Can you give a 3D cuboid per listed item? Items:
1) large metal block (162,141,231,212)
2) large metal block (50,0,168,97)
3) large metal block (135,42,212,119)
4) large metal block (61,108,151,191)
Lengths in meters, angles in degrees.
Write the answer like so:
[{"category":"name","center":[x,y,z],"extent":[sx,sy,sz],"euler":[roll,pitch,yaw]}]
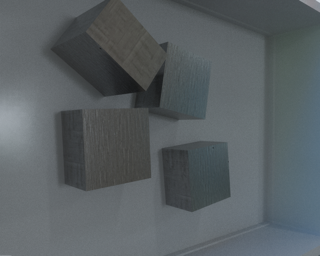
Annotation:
[{"category":"large metal block","center":[0.052,0.064,0.437],"extent":[0.081,0.050,0.079],"euler":[-7,95,-40]},{"category":"large metal block","center":[-0.054,-0.080,0.327],"extent":[0.080,0.080,0.050],"euler":[43,64,-32]},{"category":"large metal block","center":[0.019,-0.057,0.408],"extent":[0.081,0.050,0.080],"euler":[12,82,-40]},{"category":"large metal block","center":[-0.058,0.019,0.343],"extent":[0.081,0.050,0.079],"euler":[-4,93,-40]}]
